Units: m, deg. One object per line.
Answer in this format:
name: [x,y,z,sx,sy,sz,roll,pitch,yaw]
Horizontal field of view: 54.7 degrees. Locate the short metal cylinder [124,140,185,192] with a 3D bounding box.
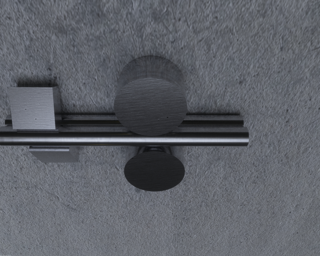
short metal cylinder: [-0.007,0.043,0.429,0.081,0.050,0.079,0,130,0]

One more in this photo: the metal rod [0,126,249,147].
metal rod: [-0.044,0.010,0.384,0.302,0.025,0.025,0,130,0]

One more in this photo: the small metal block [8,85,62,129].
small metal block: [-0.149,-0.025,0.373,0.050,0.025,0.050,0,103,0]

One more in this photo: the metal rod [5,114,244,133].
metal rod: [-0.045,-0.005,0.404,0.302,0.025,0.025,0,130,-1]

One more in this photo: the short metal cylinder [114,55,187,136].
short metal cylinder: [-0.010,-0.037,0.360,0.081,0.050,0.079,0,130,0]

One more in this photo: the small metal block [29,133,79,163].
small metal block: [-0.140,0.028,0.418,0.050,0.025,0.050,0,157,-1]
